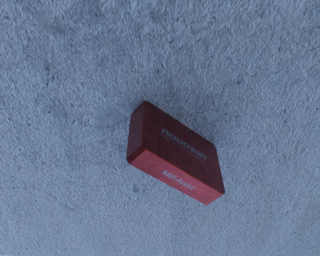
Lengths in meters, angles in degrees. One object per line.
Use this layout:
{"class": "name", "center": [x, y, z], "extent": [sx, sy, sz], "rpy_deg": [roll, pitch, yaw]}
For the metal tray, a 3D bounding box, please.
{"class": "metal tray", "center": [0.021, 0.032, 0.393], "extent": [0.130, 0.090, 0.030], "rpy_deg": [32, 123, -25]}
